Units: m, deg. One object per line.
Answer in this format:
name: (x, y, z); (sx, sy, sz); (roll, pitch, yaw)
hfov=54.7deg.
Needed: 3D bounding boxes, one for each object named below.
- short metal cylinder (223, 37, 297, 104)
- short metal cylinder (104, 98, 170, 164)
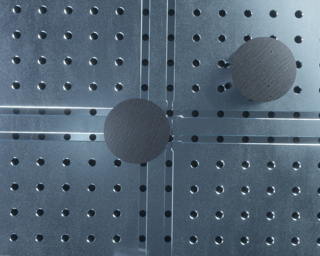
short metal cylinder: (0.126, -0.071, 0.402); (0.081, 0.050, 0.079); (0, 90, 0)
short metal cylinder: (-0.028, 0.004, 0.401); (0.081, 0.050, 0.079); (0, 90, 0)
